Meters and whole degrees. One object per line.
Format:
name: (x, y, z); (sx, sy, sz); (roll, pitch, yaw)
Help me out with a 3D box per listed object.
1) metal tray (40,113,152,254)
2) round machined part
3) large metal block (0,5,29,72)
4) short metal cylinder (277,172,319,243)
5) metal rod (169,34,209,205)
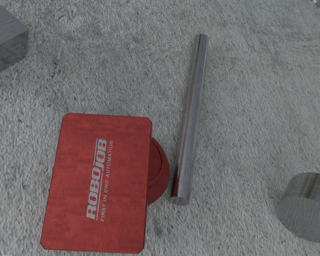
metal tray: (-0.056, 0.052, 0.304); (0.091, 0.030, 0.130); (3, 68, -1)
round machined part: (-0.032, 0.041, 0.352); (0.099, 0.042, 0.098); (14, 56, -21)
large metal block: (-0.207, -0.100, 0.338); (0.080, 0.050, 0.080); (40, 51, -1)
short metal cylinder: (0.206, 0.107, 0.417); (0.080, 0.080, 0.050); (45, 51, 2)
metal rod: (0.048, -0.034, 0.451); (0.025, 0.025, 0.300); (23, 53, -15)
